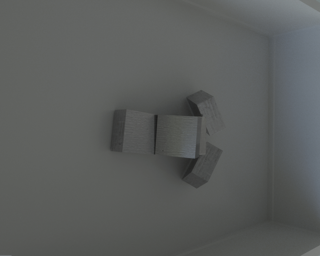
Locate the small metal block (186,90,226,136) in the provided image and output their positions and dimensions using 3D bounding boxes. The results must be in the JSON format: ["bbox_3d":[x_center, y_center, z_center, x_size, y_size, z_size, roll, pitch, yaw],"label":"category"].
[{"bbox_3d":[0.065,-0.023,0.442,0.025,0.050,0.050,-27,111,-3],"label":"small metal block"}]

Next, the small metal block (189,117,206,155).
[{"bbox_3d":[0.035,0.010,0.420,0.025,0.050,0.050,1,89,-40],"label":"small metal block"}]

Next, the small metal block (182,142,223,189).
[{"bbox_3d":[0.059,0.053,0.437,0.025,0.050,0.050,31,66,1],"label":"small metal block"}]

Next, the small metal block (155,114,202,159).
[{"bbox_3d":[0.023,0.010,0.386,0.025,0.050,0.050,2,92,-72],"label":"small metal block"}]

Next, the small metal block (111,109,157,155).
[{"bbox_3d":[-0.030,0.006,0.380,0.050,0.025,0.050,8,85,-40],"label":"small metal block"}]
